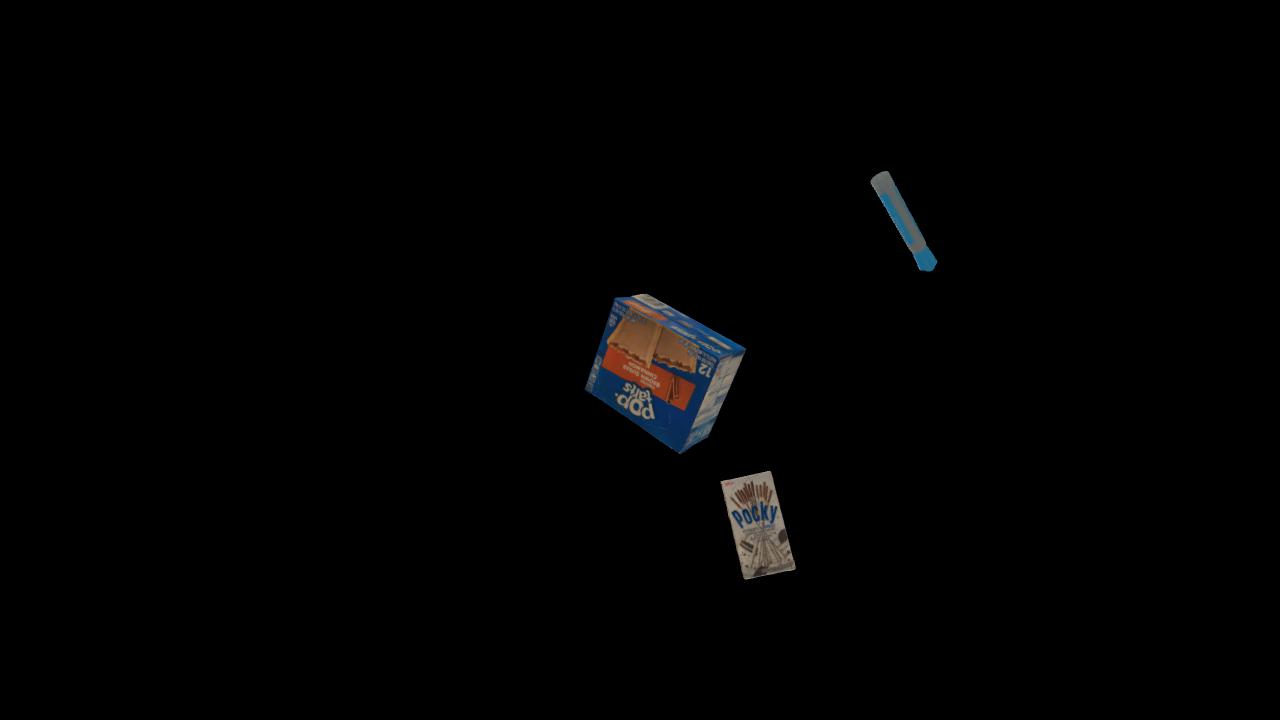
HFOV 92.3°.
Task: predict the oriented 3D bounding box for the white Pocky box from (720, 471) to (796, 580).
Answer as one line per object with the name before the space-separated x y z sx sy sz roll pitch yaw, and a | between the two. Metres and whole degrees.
white Pocky box | 0.185 0.259 0.971 0.084 0.154 0.028 -12 -15 1

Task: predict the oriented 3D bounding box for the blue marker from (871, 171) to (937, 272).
blue marker | 0.272 -0.138 0.629 0.020 0.121 0.020 -33 24 17

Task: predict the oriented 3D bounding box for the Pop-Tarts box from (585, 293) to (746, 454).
Pop-Tarts box | 0.029 0.013 0.804 0.167 0.141 0.083 32 26 26
